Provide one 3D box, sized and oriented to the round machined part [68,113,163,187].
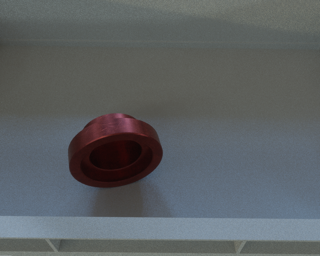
[{"bbox_3d":[-0.049,0.021,0.339,0.099,0.097,0.042,-11,51,-10],"label":"round machined part"}]
